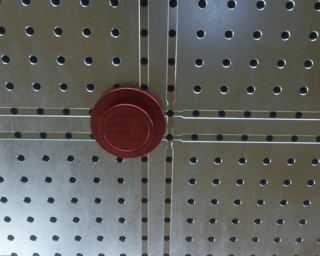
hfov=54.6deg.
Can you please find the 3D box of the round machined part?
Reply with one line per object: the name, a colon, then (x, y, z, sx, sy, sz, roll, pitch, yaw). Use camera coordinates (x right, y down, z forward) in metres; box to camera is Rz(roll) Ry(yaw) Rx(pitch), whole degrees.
round machined part: (-0.042, -0.004, 0.402, 0.099, 0.042, 0.097, 0, 110, 0)
